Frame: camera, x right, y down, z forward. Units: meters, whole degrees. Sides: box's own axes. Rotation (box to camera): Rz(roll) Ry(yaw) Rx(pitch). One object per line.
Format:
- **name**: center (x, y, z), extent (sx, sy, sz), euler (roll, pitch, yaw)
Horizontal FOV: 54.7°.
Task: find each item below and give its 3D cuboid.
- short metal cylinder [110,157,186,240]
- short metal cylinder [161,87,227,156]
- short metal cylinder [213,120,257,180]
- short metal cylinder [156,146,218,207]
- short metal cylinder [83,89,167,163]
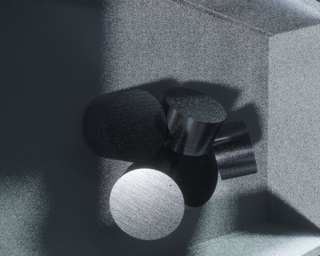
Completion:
- **short metal cylinder**: center (-0.011, 0.078, 0.353), extent (0.050, 0.080, 0.079), euler (-51, 133, -79)
- **short metal cylinder**: center (0.036, -0.010, 0.392), extent (0.081, 0.080, 0.050), euler (-11, 133, -40)
- **short metal cylinder**: center (0.106, 0.032, 0.453), extent (0.080, 0.050, 0.080), euler (-15, 91, -81)
- **short metal cylinder**: center (0.033, 0.062, 0.418), extent (0.081, 0.050, 0.079), euler (0, 90, -40)
- **short metal cylinder**: center (-0.039, -0.002, 0.356), extent (0.081, 0.050, 0.079), euler (0, 90, -40)
